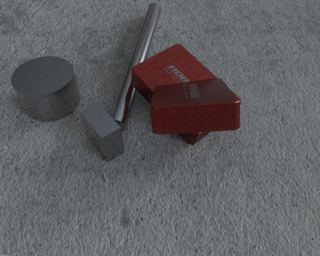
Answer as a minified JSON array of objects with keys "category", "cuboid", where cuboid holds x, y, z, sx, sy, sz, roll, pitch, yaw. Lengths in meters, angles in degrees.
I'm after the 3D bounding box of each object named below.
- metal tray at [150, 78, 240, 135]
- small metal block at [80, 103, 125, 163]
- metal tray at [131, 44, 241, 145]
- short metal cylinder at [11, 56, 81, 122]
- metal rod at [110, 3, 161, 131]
[{"category":"metal tray","cuboid":[0.038,-0.031,0.373,0.091,0.030,0.130,-3,19,3]},{"category":"small metal block","cuboid":[-0.070,0.006,0.381,0.025,0.050,0.050,-31,57,-24]},{"category":"metal tray","cuboid":[0.034,-0.051,0.426,0.091,0.030,0.130,-34,70,-25]},{"category":"short metal cylinder","cuboid":[-0.156,-0.055,0.431,0.081,0.050,0.080,0,50,0]},{"category":"metal rod","cuboid":[-0.033,-0.116,0.499,0.025,0.025,0.300,7,50,5]}]
